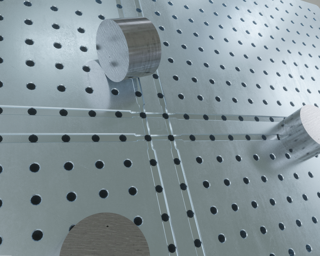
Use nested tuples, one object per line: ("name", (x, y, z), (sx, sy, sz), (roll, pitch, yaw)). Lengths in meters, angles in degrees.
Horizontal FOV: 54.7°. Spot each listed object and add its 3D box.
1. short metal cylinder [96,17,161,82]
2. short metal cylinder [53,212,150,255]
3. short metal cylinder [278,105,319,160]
("short metal cylinder", (-0.043, -0.105, 0.414), (0.050, 0.080, 0.080), (-19, 72, -35))
("short metal cylinder", (-0.056, 0.124, 0.286), (0.081, 0.050, 0.080), (14, 56, -21))
("short metal cylinder", (0.248, 0.008, 0.521), (0.081, 0.050, 0.080), (14, 56, -21))
